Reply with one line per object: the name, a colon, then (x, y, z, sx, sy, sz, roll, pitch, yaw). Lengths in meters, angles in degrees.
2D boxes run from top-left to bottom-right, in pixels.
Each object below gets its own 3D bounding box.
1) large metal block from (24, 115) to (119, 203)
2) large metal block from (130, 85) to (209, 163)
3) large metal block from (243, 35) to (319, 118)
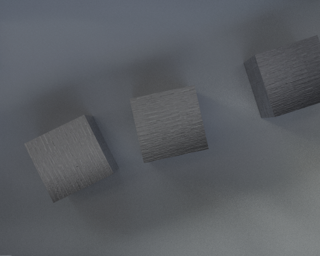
large metal block: (-0.110, 0.037, 0.398, 0.080, 0.050, 0.080, -26, 90, -1)
large metal block: (0.011, -0.005, 0.399, 0.080, 0.050, 0.080, -12, 90, -1)
large metal block: (0.165, -0.063, 0.401, 0.080, 0.050, 0.080, -18, 90, -1)
